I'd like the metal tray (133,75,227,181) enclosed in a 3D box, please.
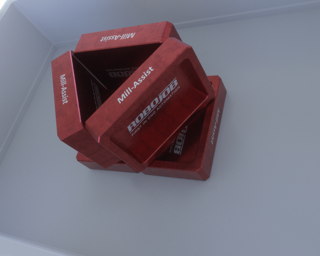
[{"bbox_3d":[0.026,-0.003,0.390,0.090,0.030,0.130,1,61,29],"label":"metal tray"}]

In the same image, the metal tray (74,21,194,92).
[{"bbox_3d":[-0.030,-0.083,0.388,0.130,0.090,0.030,2,63,29],"label":"metal tray"}]

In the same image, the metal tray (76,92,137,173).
[{"bbox_3d":[-0.054,-0.005,0.434,0.090,0.030,0.130,1,61,28],"label":"metal tray"}]

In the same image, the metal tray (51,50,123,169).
[{"bbox_3d":[-0.089,-0.024,0.384,0.030,0.090,0.130,-28,52,11],"label":"metal tray"}]

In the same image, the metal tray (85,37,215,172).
[{"bbox_3d":[-0.005,-0.022,0.338,0.130,0.090,0.030,-46,51,-4],"label":"metal tray"}]
